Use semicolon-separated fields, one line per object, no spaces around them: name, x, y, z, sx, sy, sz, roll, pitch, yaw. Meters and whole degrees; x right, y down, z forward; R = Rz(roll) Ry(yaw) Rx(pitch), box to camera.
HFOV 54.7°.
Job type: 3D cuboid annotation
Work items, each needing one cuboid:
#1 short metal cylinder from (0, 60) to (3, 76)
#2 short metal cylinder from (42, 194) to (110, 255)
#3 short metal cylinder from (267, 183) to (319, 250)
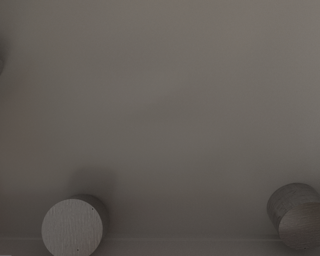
short metal cylinder;-0.230;-0.060;0.356;0.050;0.080;0.080;34;106;-12
short metal cylinder;-0.115;0.136;0.431;0.081;0.050;0.080;0;85;1
short metal cylinder;0.203;0.127;0.448;0.081;0.050;0.079;0;110;-1
